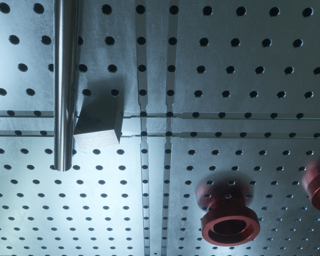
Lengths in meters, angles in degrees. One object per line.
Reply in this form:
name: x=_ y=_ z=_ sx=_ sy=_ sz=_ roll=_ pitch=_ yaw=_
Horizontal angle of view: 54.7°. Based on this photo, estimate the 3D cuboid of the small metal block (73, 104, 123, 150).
small metal block: x=-0.077 y=-0.002 z=0.393 sx=0.050 sy=0.050 sz=0.025 roll=-8 pitch=130 yaw=6

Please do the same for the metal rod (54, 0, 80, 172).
metal rod: x=-0.111 y=-0.056 z=0.362 sx=0.025 sy=0.025 sz=0.298 roll=9 pitch=130 yaw=-8

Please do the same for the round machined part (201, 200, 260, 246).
round machined part: x=0.120 y=0.163 z=0.540 sx=0.099 sy=0.042 sz=0.097 roll=0 pitch=130 yaw=0

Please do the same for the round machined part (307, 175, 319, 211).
round machined part: x=0.294 y=0.108 z=0.496 sx=0.099 sy=0.042 sz=0.097 roll=0 pitch=130 yaw=0
